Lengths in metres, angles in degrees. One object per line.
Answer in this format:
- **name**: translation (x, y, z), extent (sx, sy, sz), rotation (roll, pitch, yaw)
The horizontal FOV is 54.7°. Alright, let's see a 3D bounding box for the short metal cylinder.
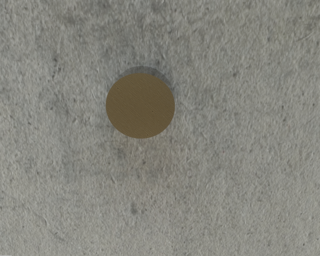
- **short metal cylinder**: translation (-0.023, -0.033, 0.384), extent (0.081, 0.050, 0.079), rotation (0, 110, -1)
